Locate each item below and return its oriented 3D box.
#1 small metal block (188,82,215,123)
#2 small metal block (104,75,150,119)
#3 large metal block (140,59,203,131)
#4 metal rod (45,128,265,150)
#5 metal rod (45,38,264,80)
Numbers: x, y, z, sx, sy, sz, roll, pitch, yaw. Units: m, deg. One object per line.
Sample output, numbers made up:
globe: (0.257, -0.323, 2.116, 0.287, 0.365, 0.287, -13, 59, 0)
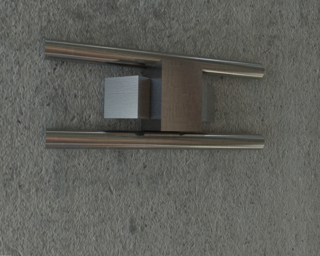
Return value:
small metal block: (0.057, -0.033, 0.418, 0.025, 0.050, 0.050, 0, 89, 21)
small metal block: (-0.041, -0.036, 0.381, 0.025, 0.050, 0.050, 1, 90, -60)
large metal block: (0.011, -0.036, 0.388, 0.050, 0.080, 0.079, 1, 90, -20)
metal rod: (0.008, 0.017, 0.414, 0.303, 0.025, 0.025, 2, 90, -21)
metal rod: (0.008, -0.089, 0.414, 0.303, 0.025, 0.025, 1, 90, -21)
